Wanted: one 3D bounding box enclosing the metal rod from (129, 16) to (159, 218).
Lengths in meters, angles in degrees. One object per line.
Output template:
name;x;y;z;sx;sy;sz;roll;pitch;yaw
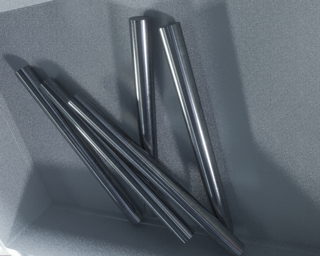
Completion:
metal rod;-0.017;0.006;0.419;0.025;0.025;0.298;11;123;22

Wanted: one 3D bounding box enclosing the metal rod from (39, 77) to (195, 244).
metal rod;-0.063;0.043;0.442;0.300;0.025;0.025;47;129;5

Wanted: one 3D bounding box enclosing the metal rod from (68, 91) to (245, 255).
metal rod;-0.003;0.064;0.414;0.300;0.025;0.025;44;129;-3

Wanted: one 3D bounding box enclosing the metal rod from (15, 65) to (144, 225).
metal rod;-0.121;0.034;0.491;0.025;0.025;0.299;-26;105;36

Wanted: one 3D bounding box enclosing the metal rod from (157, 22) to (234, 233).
metal rod;0.052;0.020;0.392;0.025;0.025;0.298;-4;117;30
